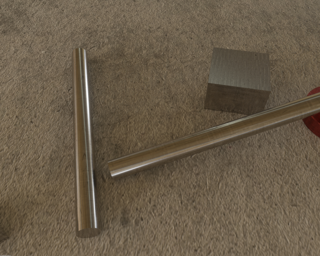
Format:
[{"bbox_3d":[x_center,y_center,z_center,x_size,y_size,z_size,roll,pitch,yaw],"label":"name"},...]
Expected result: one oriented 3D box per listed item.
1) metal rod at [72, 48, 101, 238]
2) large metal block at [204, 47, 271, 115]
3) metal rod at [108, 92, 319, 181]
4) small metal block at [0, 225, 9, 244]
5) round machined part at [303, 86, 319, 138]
[{"bbox_3d":[-0.101,-0.007,0.407,0.025,0.025,0.300,-8,51,-7],"label":"metal rod"},{"bbox_3d":[0.110,-0.067,0.445,0.080,0.050,0.080,9,51,7],"label":"large metal block"},{"bbox_3d":[0.086,0.004,0.372,0.302,0.025,0.025,-18,52,-4],"label":"metal rod"},{"bbox_3d":[-0.192,0.105,0.312,0.050,0.025,0.050,-36,59,-27],"label":"small metal block"},{"bbox_3d":[0.248,-0.026,0.417,0.099,0.042,0.098,0,50,0],"label":"round machined part"}]
